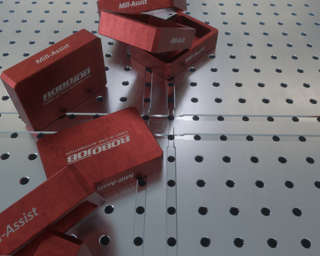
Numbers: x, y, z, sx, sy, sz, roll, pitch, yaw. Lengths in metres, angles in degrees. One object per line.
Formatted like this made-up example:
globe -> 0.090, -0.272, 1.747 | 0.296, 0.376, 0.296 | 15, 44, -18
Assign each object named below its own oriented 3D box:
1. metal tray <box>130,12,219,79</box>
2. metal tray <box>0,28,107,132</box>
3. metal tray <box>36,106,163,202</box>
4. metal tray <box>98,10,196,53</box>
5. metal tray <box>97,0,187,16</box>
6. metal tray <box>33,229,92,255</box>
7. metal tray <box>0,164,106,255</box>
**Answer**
metal tray -> 0.024, -0.144, 0.525 | 0.090, 0.030, 0.131 | 36, 58, 26
metal tray -> -0.134, -0.065, 0.418 | 0.030, 0.090, 0.131 | 36, 58, 23
metal tray -> -0.072, 0.032, 0.378 | 0.131, 0.030, 0.090 | -21, 53, -17
metal tray -> -0.014, -0.139, 0.442 | 0.090, 0.030, 0.131 | 24, 25, 19
metal tray -> -0.028, -0.207, 0.527 | 0.130, 0.030, 0.090 | -2, 15, 20
metal tray -> -0.095, 0.156, 0.234 | 0.030, 0.090, 0.130 | 16, 52, 13
metal tray -> -0.114, 0.089, 0.271 | 0.130, 0.090, 0.030 | -36, 77, -13
